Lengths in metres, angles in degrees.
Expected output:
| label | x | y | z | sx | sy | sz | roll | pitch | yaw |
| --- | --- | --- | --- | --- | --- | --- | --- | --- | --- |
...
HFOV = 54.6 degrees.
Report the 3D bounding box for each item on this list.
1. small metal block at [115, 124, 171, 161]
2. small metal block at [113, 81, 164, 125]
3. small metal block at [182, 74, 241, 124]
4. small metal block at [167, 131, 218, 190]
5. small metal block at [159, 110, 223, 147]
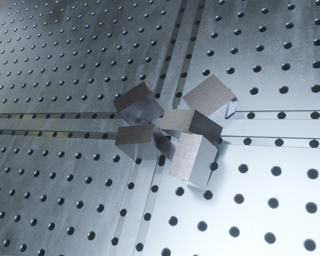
| label | x | y | z | sx | sy | sz | roll | pitch | yaw |
| --- | --- | --- | --- | --- | --- | --- | --- | --- | --- |
| small metal block | -0.020 | 0.019 | 0.392 | 0.050 | 0.050 | 0.025 | -5 | 60 | 25 |
| small metal block | -0.028 | -0.029 | 0.425 | 0.050 | 0.050 | 0.025 | -32 | 52 | 8 |
| small metal block | 0.065 | -0.033 | 0.395 | 0.050 | 0.025 | 0.050 | -37 | 51 | 3 |
| small metal block | 0.038 | 0.037 | 0.346 | 0.025 | 0.050 | 0.050 | 11 | 75 | 33 |
| small metal block | 0.036 | 0.000 | 0.364 | 0.050 | 0.050 | 0.025 | 4 | 70 | 51 |
